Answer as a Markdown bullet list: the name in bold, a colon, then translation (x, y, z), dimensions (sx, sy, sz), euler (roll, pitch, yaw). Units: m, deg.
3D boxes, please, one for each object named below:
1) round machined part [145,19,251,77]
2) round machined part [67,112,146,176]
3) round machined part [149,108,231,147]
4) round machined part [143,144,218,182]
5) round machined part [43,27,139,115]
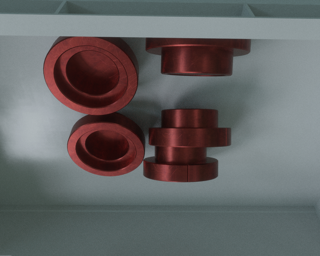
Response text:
- **round machined part**: translation (0.035, -0.072, 0.296), dimensions (0.099, 0.098, 0.042), euler (1, 97, -2)
- **round machined part**: translation (-0.068, 0.017, 0.411), dimensions (0.099, 0.042, 0.097), euler (0, 130, 0)
- **round machined part**: translation (0.036, -0.001, 0.374), dimensions (0.099, 0.098, 0.042), euler (0, 90, 0)
- **round machined part**: translation (0.027, 0.041, 0.409), dimensions (0.099, 0.098, 0.042), euler (0, 92, 0)
- **round machined part**: translation (-0.072, -0.065, 0.342), dimensions (0.099, 0.042, 0.097), euler (0, 130, 0)
